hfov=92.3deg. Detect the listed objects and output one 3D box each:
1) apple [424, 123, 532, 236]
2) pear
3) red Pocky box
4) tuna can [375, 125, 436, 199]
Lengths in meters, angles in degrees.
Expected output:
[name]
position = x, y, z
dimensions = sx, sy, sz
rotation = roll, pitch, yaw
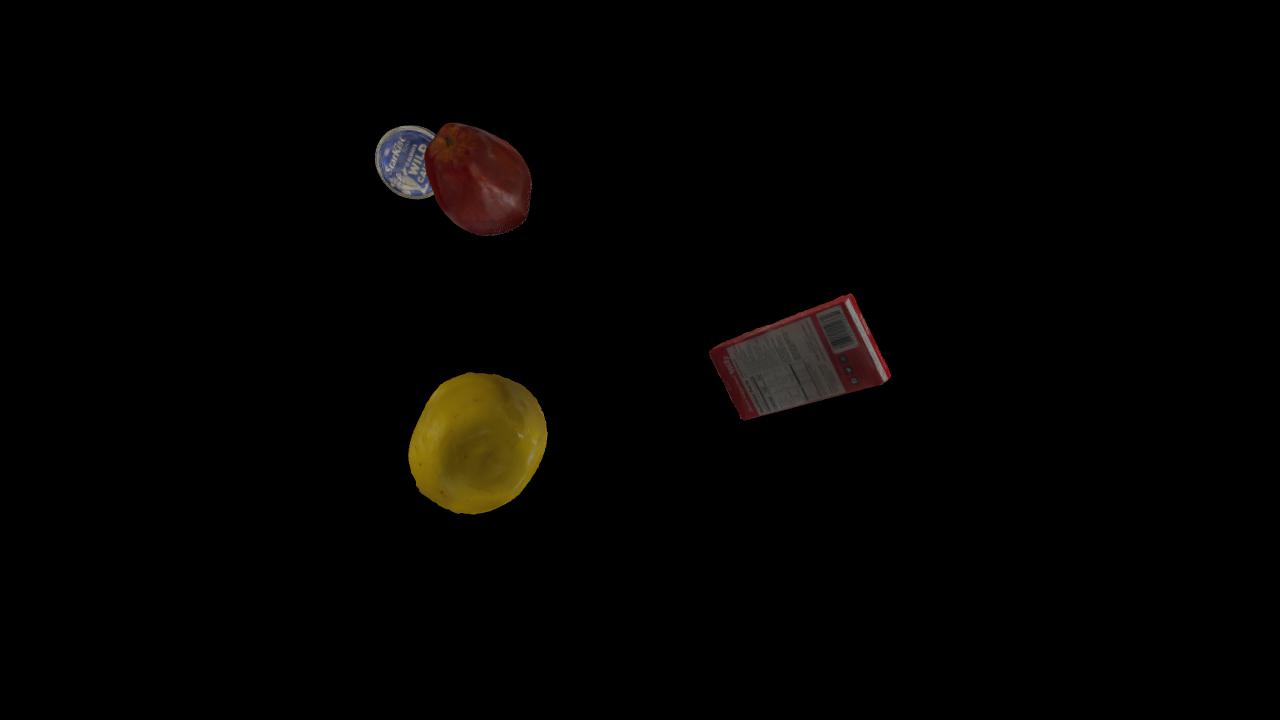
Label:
[apple]
position = -0.129, -0.143, 0.493
dimensions = 0.079, 0.079, 0.093
rotation = 0, -19, 19
[pear]
position = -0.100, 0.041, 0.371
dimensions = 0.080, 0.080, 0.111
rotation = 0, 15, -23
[red Pocky box]
position = 0.144, 0.002, 0.578
dimensions = 0.155, 0.083, 0.028
rotation = -22, 8, 44
[tuna can]
position = -0.272, -0.239, 0.742
dimensions = 0.084, 0.084, 0.034
rotation = 0, 23, -11
